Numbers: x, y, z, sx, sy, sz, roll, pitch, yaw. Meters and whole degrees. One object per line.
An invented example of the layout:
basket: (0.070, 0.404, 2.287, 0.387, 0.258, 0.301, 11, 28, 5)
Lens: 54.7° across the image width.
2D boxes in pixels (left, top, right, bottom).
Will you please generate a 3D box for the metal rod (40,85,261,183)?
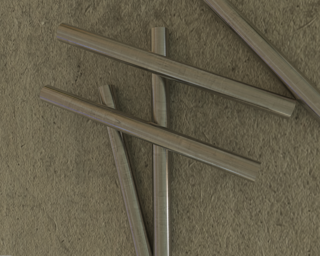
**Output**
metal rod: (-0.026, 0.000, 0.390, 0.301, 0.025, 0.025, 20, 97, 18)

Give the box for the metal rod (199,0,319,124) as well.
metal rod: (0.105, -0.113, 0.371, 0.025, 0.025, 0.300, -43, 77, 15)

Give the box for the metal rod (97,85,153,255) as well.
metal rod: (-0.040, 0.087, 0.423, 0.025, 0.025, 0.298, -15, 85, 19)

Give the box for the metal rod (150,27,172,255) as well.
metal rod: (0.002, 0.020, 0.408, 0.025, 0.025, 0.298, -1, 90, 20)

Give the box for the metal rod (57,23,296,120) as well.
metal rod: (0.012, -0.073, 0.380, 0.301, 0.025, 0.025, 20, 97, 9)
